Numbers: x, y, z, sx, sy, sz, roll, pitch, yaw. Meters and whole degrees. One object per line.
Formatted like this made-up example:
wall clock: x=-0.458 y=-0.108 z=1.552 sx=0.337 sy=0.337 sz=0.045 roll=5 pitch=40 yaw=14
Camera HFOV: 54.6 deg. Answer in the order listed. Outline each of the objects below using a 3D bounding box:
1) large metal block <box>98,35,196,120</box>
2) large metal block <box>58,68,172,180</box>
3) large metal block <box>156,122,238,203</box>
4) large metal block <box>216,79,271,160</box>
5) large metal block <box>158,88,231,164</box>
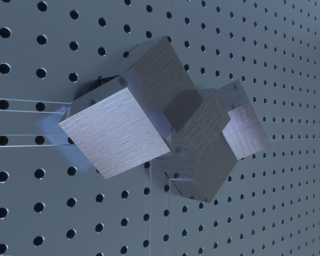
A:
large metal block: x=-0.013 y=-0.053 z=0.381 sx=0.080 sy=0.050 sz=0.080 roll=-48 pitch=119 yaw=-27
large metal block: x=-0.043 y=-0.003 z=0.327 sx=0.080 sy=0.080 sz=0.050 roll=56 pitch=19 yaw=-25
large metal block: x=0.054 y=0.045 z=0.436 sx=0.080 sy=0.050 sz=0.080 roll=-48 pitch=117 yaw=-29
large metal block: x=0.117 y=-0.014 z=0.462 sx=0.080 sy=0.050 sz=0.080 roll=56 pitch=18 yaw=-26
large metal block: x=0.029 y=-0.004 z=0.396 sx=0.080 sy=0.080 sz=0.050 roll=-50 pitch=121 yaw=-28
